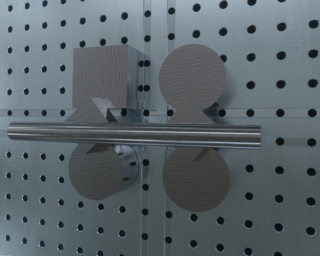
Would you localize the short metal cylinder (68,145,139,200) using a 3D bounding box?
[{"bbox_3d":[-0.077,0.054,0.425,0.080,0.050,0.080,0,90,20],"label":"short metal cylinder"}]

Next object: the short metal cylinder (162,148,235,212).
[{"bbox_3d":[0.049,0.058,0.382,0.080,0.050,0.080,0,90,20],"label":"short metal cylinder"}]

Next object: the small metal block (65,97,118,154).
[{"bbox_3d":[-0.084,-0.003,0.390,0.050,0.025,0.050,-42,77,15],"label":"small metal block"}]

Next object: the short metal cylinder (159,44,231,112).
[{"bbox_3d":[0.045,-0.058,0.384,0.080,0.050,0.080,0,90,20],"label":"short metal cylinder"}]

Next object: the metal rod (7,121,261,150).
[{"bbox_3d":[-0.045,0.006,0.348,0.301,0.025,0.025,1,90,19],"label":"metal rod"}]

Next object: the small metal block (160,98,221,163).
[{"bbox_3d":[0.035,0.003,0.347,0.050,0.025,0.050,42,103,15],"label":"small metal block"}]

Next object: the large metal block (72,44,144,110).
[{"bbox_3d":[-0.070,-0.066,0.423,0.080,0.050,0.080,1,91,20],"label":"large metal block"}]
